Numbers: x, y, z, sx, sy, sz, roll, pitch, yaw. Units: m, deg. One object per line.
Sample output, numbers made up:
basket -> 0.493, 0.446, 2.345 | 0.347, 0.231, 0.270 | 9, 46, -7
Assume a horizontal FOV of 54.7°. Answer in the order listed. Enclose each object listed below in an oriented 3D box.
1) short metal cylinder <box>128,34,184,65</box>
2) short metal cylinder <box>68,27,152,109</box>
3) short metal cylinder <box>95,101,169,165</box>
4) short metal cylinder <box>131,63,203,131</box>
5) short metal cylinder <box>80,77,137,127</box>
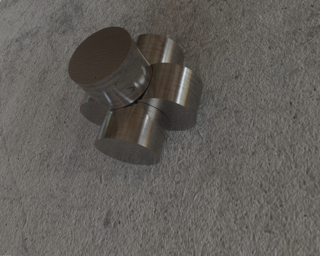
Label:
short metal cylinder -> -0.010, -0.082, 0.424 | 0.080, 0.080, 0.050 | -2, 61, 27
short metal cylinder -> -0.056, -0.069, 0.356 | 0.080, 0.050, 0.080 | -13, 56, 20
short metal cylinder -> -0.034, 0.008, 0.381 | 0.080, 0.080, 0.050 | 0, 62, 28
short metal cylinder -> 0.010, -0.036, 0.386 | 0.080, 0.080, 0.050 | 0, 62, 28
short metal cylinder -> -0.062, -0.036, 0.423 | 0.080, 0.080, 0.050 | -1, 62, 27
